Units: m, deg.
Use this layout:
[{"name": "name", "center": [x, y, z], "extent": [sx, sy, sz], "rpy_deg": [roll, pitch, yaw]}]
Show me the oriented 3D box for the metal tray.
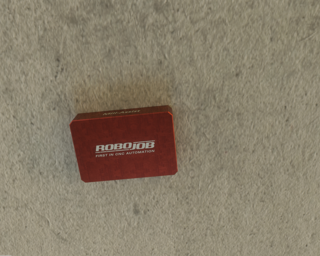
[{"name": "metal tray", "center": [-0.045, 0.022, 0.415], "extent": [0.131, 0.030, 0.089], "rpy_deg": [-5, 110, 2]}]
